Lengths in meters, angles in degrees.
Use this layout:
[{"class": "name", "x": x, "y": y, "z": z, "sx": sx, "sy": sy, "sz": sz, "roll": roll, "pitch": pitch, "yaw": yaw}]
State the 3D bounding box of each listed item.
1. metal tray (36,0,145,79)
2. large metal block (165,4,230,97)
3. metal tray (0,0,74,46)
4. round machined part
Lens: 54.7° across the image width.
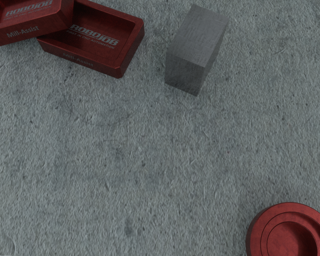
[{"class": "metal tray", "x": -0.099, "y": -0.136, "z": 0.453, "sx": 0.131, "sy": 0.030, "sz": 0.090, "roll": 21, "pitch": 71, "yaw": 7}, {"class": "large metal block", "x": 0.047, "y": -0.101, "z": 0.417, "sx": 0.050, "sy": 0.080, "sz": 0.080, "roll": 24, "pitch": 72, "yaw": 8}, {"class": "metal tray", "x": -0.190, "y": -0.170, "z": 0.441, "sx": 0.131, "sy": 0.030, "sz": 0.090, "roll": -10, "pitch": 62, "yaw": 12}, {"class": "round machined part", "x": 0.146, "y": 0.136, "z": 0.351, "sx": 0.099, "sy": 0.042, "sz": 0.098, "roll": 0, "pitch": 70, "yaw": -1}]
